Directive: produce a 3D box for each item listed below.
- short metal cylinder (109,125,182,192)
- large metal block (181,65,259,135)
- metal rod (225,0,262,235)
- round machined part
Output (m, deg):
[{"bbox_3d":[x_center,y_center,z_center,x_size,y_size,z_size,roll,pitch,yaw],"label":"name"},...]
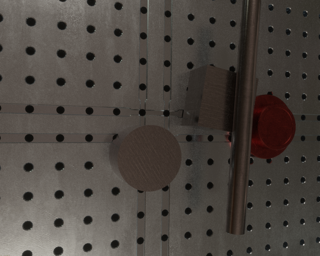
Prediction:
[{"bbox_3d":[-0.020,0.036,0.393,0.081,0.050,0.079,0,90,-20],"label":"short metal cylinder"},{"bbox_3d":[0.083,-0.035,0.431,0.081,0.050,0.080,11,87,-20],"label":"large metal block"},{"bbox_3d":[0.108,-0.016,0.400,0.025,0.025,0.298,5,88,-20],"label":"metal rod"},{"bbox_3d":[0.163,-0.002,0.466,0.099,0.042,0.097,0,90,-21],"label":"round machined part"}]
